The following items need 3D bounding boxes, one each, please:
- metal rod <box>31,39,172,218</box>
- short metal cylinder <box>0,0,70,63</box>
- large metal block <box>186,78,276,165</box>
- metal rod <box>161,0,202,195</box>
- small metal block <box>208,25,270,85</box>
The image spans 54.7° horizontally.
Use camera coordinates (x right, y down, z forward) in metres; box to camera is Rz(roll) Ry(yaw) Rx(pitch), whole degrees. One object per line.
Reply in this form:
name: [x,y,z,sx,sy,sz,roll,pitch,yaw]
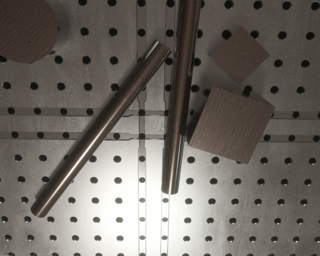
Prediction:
metal rod: [-0.087,0.011,0.416,0.025,0.025,0.299,36,106,-13]
short metal cylinder: [-0.150,-0.118,0.354,0.081,0.050,0.079,0,110,-1]
large metal block: [0.086,-0.010,0.398,0.080,0.050,0.079,18,109,-7]
metal rod: [0.027,-0.050,0.395,0.025,0.025,0.298,4,110,-2]
small metal block: [0.096,-0.090,0.382,0.050,0.025,0.050,40,105,-14]
